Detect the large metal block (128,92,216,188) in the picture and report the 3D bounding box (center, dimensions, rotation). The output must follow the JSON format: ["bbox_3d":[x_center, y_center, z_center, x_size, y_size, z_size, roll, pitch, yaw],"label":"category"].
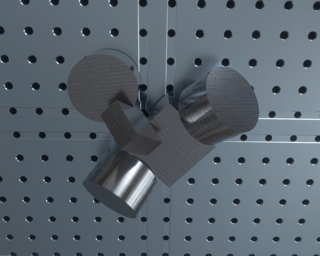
[{"bbox_3d":[0.011,0.015,0.399,0.080,0.050,0.080,43,104,-14],"label":"large metal block"}]

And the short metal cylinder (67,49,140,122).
[{"bbox_3d":[-0.065,-0.052,0.377,0.081,0.050,0.079,0,110,0],"label":"short metal cylinder"}]

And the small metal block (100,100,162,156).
[{"bbox_3d":[-0.031,0.001,0.343,0.025,0.050,0.050,-42,61,16],"label":"small metal block"}]

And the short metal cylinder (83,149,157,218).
[{"bbox_3d":[-0.051,0.072,0.400,0.080,0.050,0.080,25,150,16],"label":"short metal cylinder"}]

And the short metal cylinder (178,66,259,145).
[{"bbox_3d":[0.069,-0.025,0.364,0.080,0.080,0.050,41,143,-14],"label":"short metal cylinder"}]
